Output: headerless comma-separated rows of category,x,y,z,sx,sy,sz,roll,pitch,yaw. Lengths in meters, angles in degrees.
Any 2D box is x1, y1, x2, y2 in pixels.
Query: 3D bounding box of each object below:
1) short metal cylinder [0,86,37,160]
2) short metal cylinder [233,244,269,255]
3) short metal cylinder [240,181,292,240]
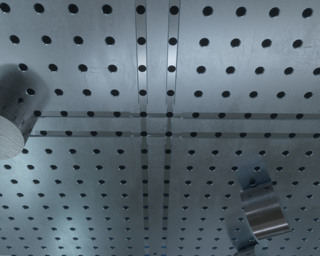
short metal cylinder,-0.204,-0.006,0.388,0.081,0.050,0.079,0,130,0
short metal cylinder,0.189,0.279,0.615,0.050,0.080,0.080,-34,123,25
short metal cylinder,0.166,0.129,0.487,0.050,0.080,0.080,-23,127,18
